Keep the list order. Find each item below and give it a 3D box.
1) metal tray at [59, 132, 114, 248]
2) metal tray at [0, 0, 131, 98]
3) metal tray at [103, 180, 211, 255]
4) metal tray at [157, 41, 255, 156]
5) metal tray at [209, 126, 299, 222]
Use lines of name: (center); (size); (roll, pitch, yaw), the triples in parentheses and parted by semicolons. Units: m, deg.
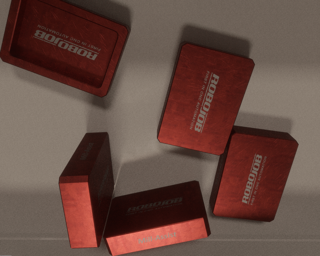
metal tray: (-0.084, 0.069, 0.380); (0.030, 0.130, 0.089); (-3, 110, 1)
metal tray: (-0.111, -0.101, 0.369); (0.131, 0.030, 0.089); (20, 109, -8)
metal tray: (-0.004, 0.118, 0.420); (0.131, 0.090, 0.030); (-13, 110, 4)
metal tray: (0.054, -0.036, 0.396); (0.091, 0.030, 0.129); (13, 110, -5)
metal tray: (0.128, 0.066, 0.435); (0.091, 0.030, 0.129); (8, 110, -4)
